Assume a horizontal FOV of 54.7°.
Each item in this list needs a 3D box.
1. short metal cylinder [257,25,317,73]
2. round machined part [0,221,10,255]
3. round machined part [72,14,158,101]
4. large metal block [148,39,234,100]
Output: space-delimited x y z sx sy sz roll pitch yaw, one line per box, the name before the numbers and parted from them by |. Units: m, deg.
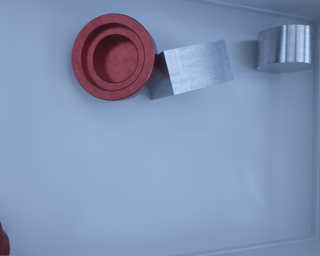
short metal cylinder | 0.183 -0.112 0.451 0.081 0.080 0.050 2 90 -20
round machined part | -0.193 0.132 0.311 0.098 0.098 0.042 -60 143 -11
round machined part | -0.050 -0.080 0.368 0.098 0.042 0.097 1 93 12
large metal block | 0.032 -0.072 0.394 0.081 0.080 0.050 -16 96 -20
